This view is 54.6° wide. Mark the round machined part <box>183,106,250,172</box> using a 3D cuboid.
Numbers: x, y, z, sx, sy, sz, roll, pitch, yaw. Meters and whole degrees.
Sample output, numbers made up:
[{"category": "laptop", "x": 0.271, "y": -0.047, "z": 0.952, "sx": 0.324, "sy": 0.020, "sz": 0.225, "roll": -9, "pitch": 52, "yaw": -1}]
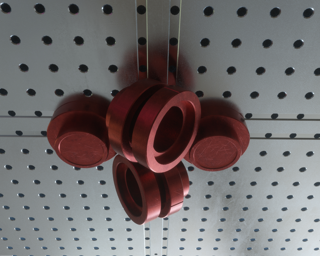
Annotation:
[{"category": "round machined part", "x": 0.072, "y": 0.021, "z": 0.419, "sx": 0.099, "sy": 0.042, "sz": 0.097, "roll": 0, "pitch": 130, "yaw": 0}]

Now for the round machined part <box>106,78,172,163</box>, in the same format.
[{"category": "round machined part", "x": -0.025, "y": -0.012, "z": 0.368, "sx": 0.042, "sy": 0.099, "sz": 0.098, "roll": 25, "pitch": 140, "yaw": 33}]

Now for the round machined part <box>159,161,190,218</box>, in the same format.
[{"category": "round machined part", "x": 0.005, "y": 0.072, "z": 0.437, "sx": 0.042, "sy": 0.098, "sz": 0.097, "roll": -15, "pitch": 137, "yaw": -30}]

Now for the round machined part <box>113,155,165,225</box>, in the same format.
[{"category": "round machined part", "x": -0.025, "y": 0.077, "z": 0.423, "sx": 0.042, "sy": 0.098, "sz": 0.097, "roll": -16, "pitch": 137, "yaw": -30}]

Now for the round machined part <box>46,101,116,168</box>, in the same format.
[{"category": "round machined part", "x": -0.101, "y": 0.016, "z": 0.412, "sx": 0.099, "sy": 0.042, "sz": 0.097, "roll": 0, "pitch": 130, "yaw": 0}]

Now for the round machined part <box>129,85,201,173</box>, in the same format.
[{"category": "round machined part", "x": 0.002, "y": -0.002, "z": 0.353, "sx": 0.042, "sy": 0.099, "sz": 0.098, "roll": 25, "pitch": 140, "yaw": 33}]
